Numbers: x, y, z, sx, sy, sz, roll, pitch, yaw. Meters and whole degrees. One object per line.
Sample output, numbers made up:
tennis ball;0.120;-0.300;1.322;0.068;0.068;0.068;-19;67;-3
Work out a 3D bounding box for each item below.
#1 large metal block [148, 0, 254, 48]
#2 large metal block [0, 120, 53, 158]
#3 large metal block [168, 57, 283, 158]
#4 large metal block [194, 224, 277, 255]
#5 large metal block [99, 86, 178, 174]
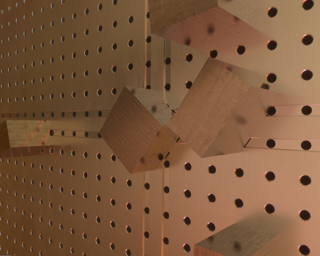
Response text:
large metal block;0.045;-0.130;0.335;0.080;0.081;0.050;-9;85;39
large metal block;-0.266;0.022;0.589;0.080;0.081;0.050;-23;76;37
large metal block;0.067;-0.019;0.317;0.050;0.081;0.080;44;116;30
large metal block;0.076;0.152;0.310;0.050;0.081;0.079;3;92;40
large metal block;-0.025;0.002;0.412;0.080;0.050;0.080;47;118;29
